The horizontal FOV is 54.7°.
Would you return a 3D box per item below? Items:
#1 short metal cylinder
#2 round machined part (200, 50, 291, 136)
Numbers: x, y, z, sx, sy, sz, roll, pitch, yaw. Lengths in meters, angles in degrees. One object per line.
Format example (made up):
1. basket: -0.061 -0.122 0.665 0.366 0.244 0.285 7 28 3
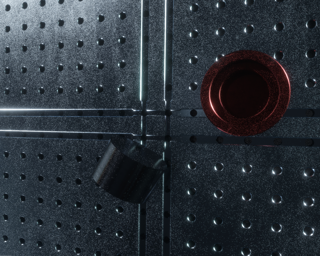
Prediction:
1. short metal cylinder: -0.038 0.052 0.396 0.080 0.080 0.050 32 100 17
2. round machined part: 0.101 -0.039 0.368 0.098 0.042 0.097 0 90 19
